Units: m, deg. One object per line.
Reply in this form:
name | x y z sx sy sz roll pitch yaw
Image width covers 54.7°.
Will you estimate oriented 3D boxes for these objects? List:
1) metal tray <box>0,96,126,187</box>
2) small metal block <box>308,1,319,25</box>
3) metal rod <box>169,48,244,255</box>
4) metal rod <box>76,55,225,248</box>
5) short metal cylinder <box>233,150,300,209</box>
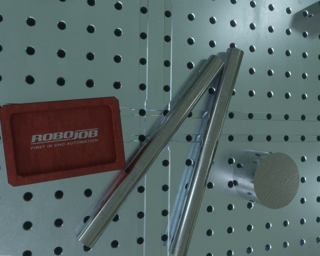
metal tray | -0.112 0.013 0.368 0.131 0.030 0.089 -7 93 -20
small metal block | 0.284 -0.189 0.506 0.050 0.050 0.025 20 84 -19
metal rod | 0.067 0.029 0.438 0.025 0.025 0.299 19 83 -20
metal rod | -0.005 0.021 0.411 0.025 0.025 0.300 40 77 -16
short metal cylinder | 0.157 0.074 0.459 0.081 0.050 0.079 0 90 -21
